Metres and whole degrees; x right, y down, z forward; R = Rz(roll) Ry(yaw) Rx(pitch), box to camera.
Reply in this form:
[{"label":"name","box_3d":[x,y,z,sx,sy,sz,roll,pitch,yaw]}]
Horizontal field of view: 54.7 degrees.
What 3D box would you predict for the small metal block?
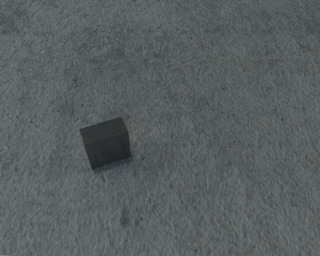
[{"label":"small metal block","box_3d":[-0.064,0.019,0.370,0.050,0.050,0.025,-17,53,-15]}]
